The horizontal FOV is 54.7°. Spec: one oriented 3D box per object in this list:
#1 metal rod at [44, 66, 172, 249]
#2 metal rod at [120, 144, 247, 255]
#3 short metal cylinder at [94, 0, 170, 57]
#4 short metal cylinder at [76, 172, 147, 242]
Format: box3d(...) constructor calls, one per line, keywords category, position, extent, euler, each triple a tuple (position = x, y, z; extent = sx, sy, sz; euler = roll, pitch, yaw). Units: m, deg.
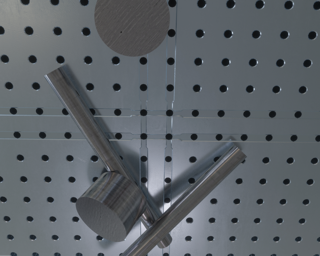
box3d(category="metal rod", position=(-0.063, 0.053, 0.432), extent=(0.025, 0.025, 0.299), euler=(-27, 108, 9))
box3d(category="metal rod", position=(0.006, 0.137, 0.439), extent=(0.025, 0.025, 0.300), euler=(43, 95, -14))
box3d(category="short metal cylinder", position=(-0.030, -0.125, 0.354), extent=(0.081, 0.050, 0.079), euler=(0, 110, 0))
box3d(category="short metal cylinder", position=(-0.066, 0.107, 0.420), extent=(0.080, 0.050, 0.079), euler=(18, 130, 22))
